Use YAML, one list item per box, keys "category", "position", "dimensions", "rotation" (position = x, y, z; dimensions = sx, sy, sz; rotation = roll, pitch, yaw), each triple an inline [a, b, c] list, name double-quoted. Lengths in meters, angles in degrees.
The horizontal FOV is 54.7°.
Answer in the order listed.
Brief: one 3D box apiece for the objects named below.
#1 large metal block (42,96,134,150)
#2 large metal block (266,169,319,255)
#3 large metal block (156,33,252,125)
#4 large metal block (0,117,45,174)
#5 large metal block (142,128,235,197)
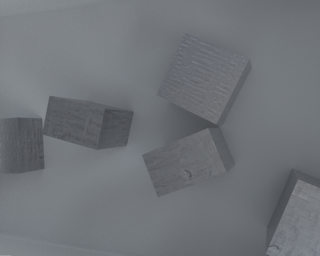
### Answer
- category: "large metal block"
  position: [-0.093, -0.007, 0.413]
  dimensions: [0.080, 0.080, 0.050]
  rotation: [14, 95, 19]
- category: "large metal block"
  position: [0.153, 0.094, 0.328]
  dimensions: [0.050, 0.080, 0.080]
  rotation: [22, 97, 18]
- category: "large metal block"
  position: [0.055, -0.057, 0.377]
  dimensions: [0.080, 0.050, 0.080]
  rotation: [28, 99, 17]
- category: "large metal block"
  position: [-0.230, 0.027, 0.476]
  dimensions: [0.080, 0.050, 0.079]
  rotation: [-3, 89, 19]
- category: "large metal block"
  position: [0.037, 0.038, 0.368]
  dimensions: [0.080, 0.080, 0.050]
  rotation: [-23, 83, 18]
